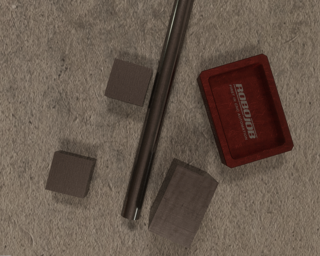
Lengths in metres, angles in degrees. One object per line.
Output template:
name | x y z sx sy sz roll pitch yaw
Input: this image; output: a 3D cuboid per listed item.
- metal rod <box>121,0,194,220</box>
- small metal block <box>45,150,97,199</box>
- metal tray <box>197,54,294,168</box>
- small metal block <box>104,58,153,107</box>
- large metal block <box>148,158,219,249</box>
metal rod | -0.003 -0.028 0.409 0.025 0.025 0.298 14 90 -1
small metal block | -0.117 0.060 0.409 0.050 0.025 0.050 14 90 -1
metal tray | 0.111 -0.022 0.408 0.090 0.030 0.129 -17 90 -1
small metal block | -0.041 -0.059 0.409 0.050 0.025 0.050 16 90 -1
large metal block | 0.026 0.087 0.383 0.050 0.080 0.080 24 90 -1
